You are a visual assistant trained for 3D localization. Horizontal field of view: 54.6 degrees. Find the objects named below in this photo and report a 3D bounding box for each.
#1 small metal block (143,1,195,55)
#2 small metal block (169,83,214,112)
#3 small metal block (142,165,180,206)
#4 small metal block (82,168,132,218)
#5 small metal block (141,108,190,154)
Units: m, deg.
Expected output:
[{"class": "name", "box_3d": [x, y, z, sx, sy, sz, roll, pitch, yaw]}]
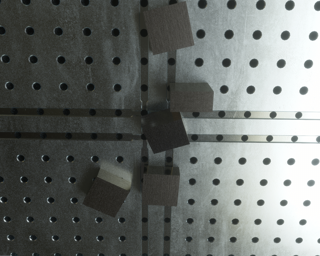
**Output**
[{"class": "small metal block", "box_3d": [0.011, -0.119, 0.370, 0.050, 0.025, 0.050, -13, 110, 4]}, {"class": "small metal block", "box_3d": [0.037, -0.039, 0.386, 0.050, 0.050, 0.025, 0, 110, 0]}, {"class": "small metal block", "box_3d": [0.001, 0.083, 0.444, 0.050, 0.025, 0.050, 3, 110, -2]}, {"class": "small metal block", "box_3d": [-0.076, 0.094, 0.447, 0.050, 0.025, 0.050, 27, 108, -10]}, {"class": "small metal block", "box_3d": [0.008, 0.003, 0.404, 0.050, 0.025, 0.050, -16, 136, 6]}]
